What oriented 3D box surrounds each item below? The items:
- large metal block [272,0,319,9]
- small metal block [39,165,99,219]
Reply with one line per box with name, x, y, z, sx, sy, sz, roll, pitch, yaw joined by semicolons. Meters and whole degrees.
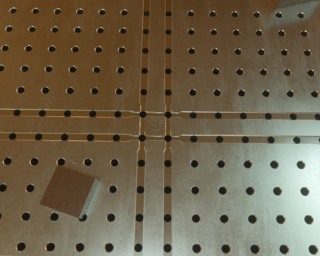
large metal block;0.216;-0.244;0.490;0.081;0.050;0.080;-13;71;-5
small metal block;-0.110;0.079;0.381;0.050;0.025;0.050;18;71;6
